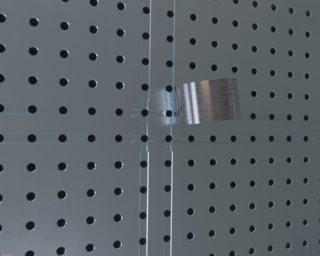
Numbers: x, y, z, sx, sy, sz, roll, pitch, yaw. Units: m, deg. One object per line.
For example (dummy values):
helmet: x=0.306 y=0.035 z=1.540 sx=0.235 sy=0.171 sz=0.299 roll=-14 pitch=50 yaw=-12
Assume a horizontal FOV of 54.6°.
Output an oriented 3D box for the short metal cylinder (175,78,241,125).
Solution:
short metal cylinder: x=0.062 y=-0.034 z=0.406 sx=0.081 sy=0.080 sz=0.050 roll=-8 pitch=93 yaw=-20
